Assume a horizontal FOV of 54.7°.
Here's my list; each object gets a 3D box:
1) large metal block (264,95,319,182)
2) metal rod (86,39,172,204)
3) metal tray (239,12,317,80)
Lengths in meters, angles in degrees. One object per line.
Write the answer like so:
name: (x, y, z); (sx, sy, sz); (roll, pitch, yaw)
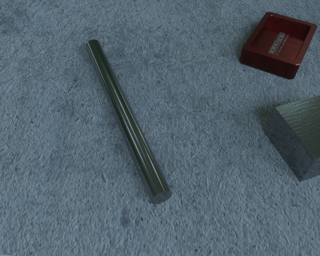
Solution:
large metal block: (0.191, 0.009, 0.382); (0.081, 0.050, 0.080); (-15, 52, -13)
metal rod: (-0.055, -0.030, 0.427); (0.025, 0.025, 0.300); (-17, 52, -14)
metal tray: (0.201, -0.143, 0.522); (0.090, 0.030, 0.130); (24, 54, 18)
